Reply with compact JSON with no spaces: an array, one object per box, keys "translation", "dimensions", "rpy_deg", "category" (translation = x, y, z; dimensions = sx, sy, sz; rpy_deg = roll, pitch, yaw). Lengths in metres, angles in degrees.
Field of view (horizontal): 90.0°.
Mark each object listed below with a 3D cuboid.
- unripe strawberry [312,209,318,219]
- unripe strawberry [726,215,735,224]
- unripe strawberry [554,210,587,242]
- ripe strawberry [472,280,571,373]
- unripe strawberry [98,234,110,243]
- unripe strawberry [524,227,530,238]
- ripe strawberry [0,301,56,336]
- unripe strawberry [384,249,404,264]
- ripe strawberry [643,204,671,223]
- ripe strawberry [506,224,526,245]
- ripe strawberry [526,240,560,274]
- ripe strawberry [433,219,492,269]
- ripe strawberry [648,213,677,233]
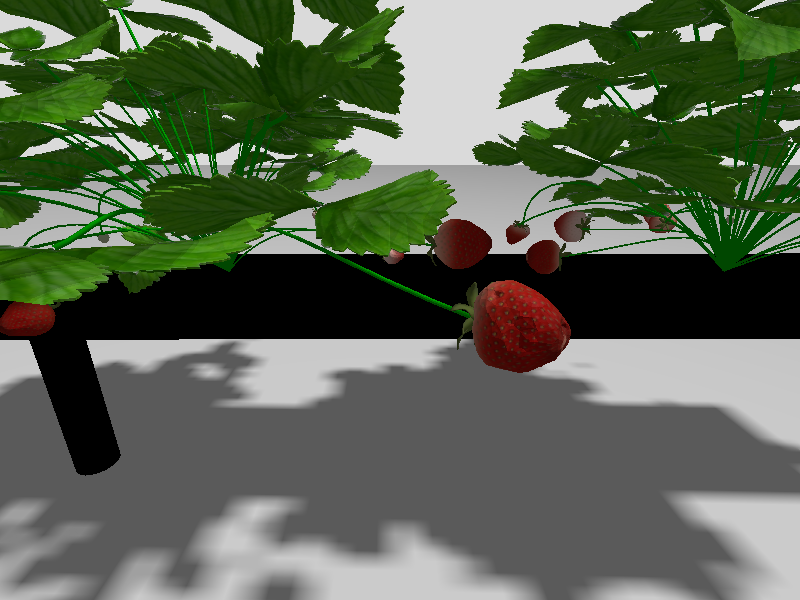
[{"translation":[-0.129,-0.133,0.626],"dimensions":[0.015,0.017,0.017],"rpy_deg":[2,-41,5],"category":"unripe strawberry"},{"translation":[0.435,-0.105,0.525],"dimensions":[0.011,0.011,0.010],"rpy_deg":[15,25,35],"category":"unripe strawberry"},{"translation":[0.203,-0.088,0.476],"dimensions":[0.033,0.038,0.036],"rpy_deg":[-14,24,-34],"category":"unripe strawberry"},{"translation":[0.056,0.014,0.189],"dimensions":[0.044,0.046,0.040],"rpy_deg":[17,26,37],"category":"ripe strawberry"},{"translation":[-0.328,-0.068,0.443],"dimensions":[0.010,0.011,0.011],"rpy_deg":[10,23,26],"category":"unripe strawberry"},{"translation":[0.148,-0.081,0.479],"dimensions":[0.015,0.015,0.014],"rpy_deg":[17,26,38],"category":"unripe strawberry"},{"translation":[-0.216,0.011,0.231],"dimensions":[0.025,0.021,0.025],"rpy_deg":[9,33,22],"category":"ripe strawberry"},{"translation":[-0.006,-0.043,0.380],"dimensions":[0.019,0.019,0.021],"rpy_deg":[-1,20,-9],"category":"unripe strawberry"},{"translation":[0.377,-0.128,0.590],"dimensions":[0.034,0.036,0.037],"rpy_deg":[7,21,17],"category":"ripe strawberry"},{"translation":[0.134,-0.076,0.466],"dimensions":[0.023,0.023,0.025],"rpy_deg":[36,35,21],"category":"ripe strawberry"},{"translation":[0.125,-0.038,0.351],"dimensions":[0.029,0.030,0.026],"rpy_deg":[-1,20,-2],"category":"ripe strawberry"},{"translation":[0.056,-0.051,0.362],"dimensions":[0.052,0.045,0.052],"rpy_deg":[0,20,-2],"category":"ripe strawberry"},{"translation":[0.343,-0.102,0.525],"dimensions":[0.032,0.027,0.032],"rpy_deg":[5,14,14],"category":"ripe strawberry"}]
